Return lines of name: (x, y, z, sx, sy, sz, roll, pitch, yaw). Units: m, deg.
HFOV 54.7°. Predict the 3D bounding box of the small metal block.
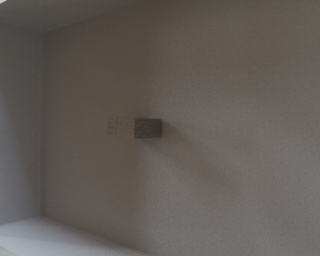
small metal block: (-0.034, -0.001, 0.412, 0.050, 0.050, 0.025, 4, 93, 39)
